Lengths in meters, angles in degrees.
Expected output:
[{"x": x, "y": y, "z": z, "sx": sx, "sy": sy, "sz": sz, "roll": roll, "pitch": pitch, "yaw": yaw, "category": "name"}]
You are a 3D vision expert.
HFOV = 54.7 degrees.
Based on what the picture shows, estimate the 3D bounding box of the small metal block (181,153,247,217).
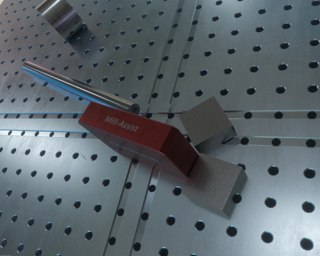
[{"x": 0.059, "y": 0.061, "z": 0.339, "sx": 0.050, "sy": 0.025, "sz": 0.050, "roll": 18, "pitch": 71, "yaw": 34, "category": "small metal block"}]

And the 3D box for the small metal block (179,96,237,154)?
[{"x": 0.058, "y": -0.003, "z": 0.379, "sx": 0.050, "sy": 0.025, "sz": 0.050, "roll": -30, "pitch": 52, "yaw": 8, "category": "small metal block"}]

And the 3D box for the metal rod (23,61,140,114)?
[{"x": -0.149, "y": -0.072, "z": 0.527, "sx": 0.300, "sy": 0.025, "sz": 0.025, "roll": 24, "pitch": 74, "yaw": 36, "category": "metal rod"}]

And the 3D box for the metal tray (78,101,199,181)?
[{"x": -0.023, "y": 0.016, "z": 0.367, "sx": 0.130, "sy": 0.090, "sz": 0.030, "roll": 18, "pitch": 71, "yaw": 34, "category": "metal tray"}]

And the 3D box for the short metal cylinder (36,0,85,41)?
[{"x": -0.193, "y": -0.217, "z": 0.605, "sx": 0.050, "sy": 0.080, "sz": 0.080, "roll": -43, "pitch": 51, "yaw": -1, "category": "short metal cylinder"}]
